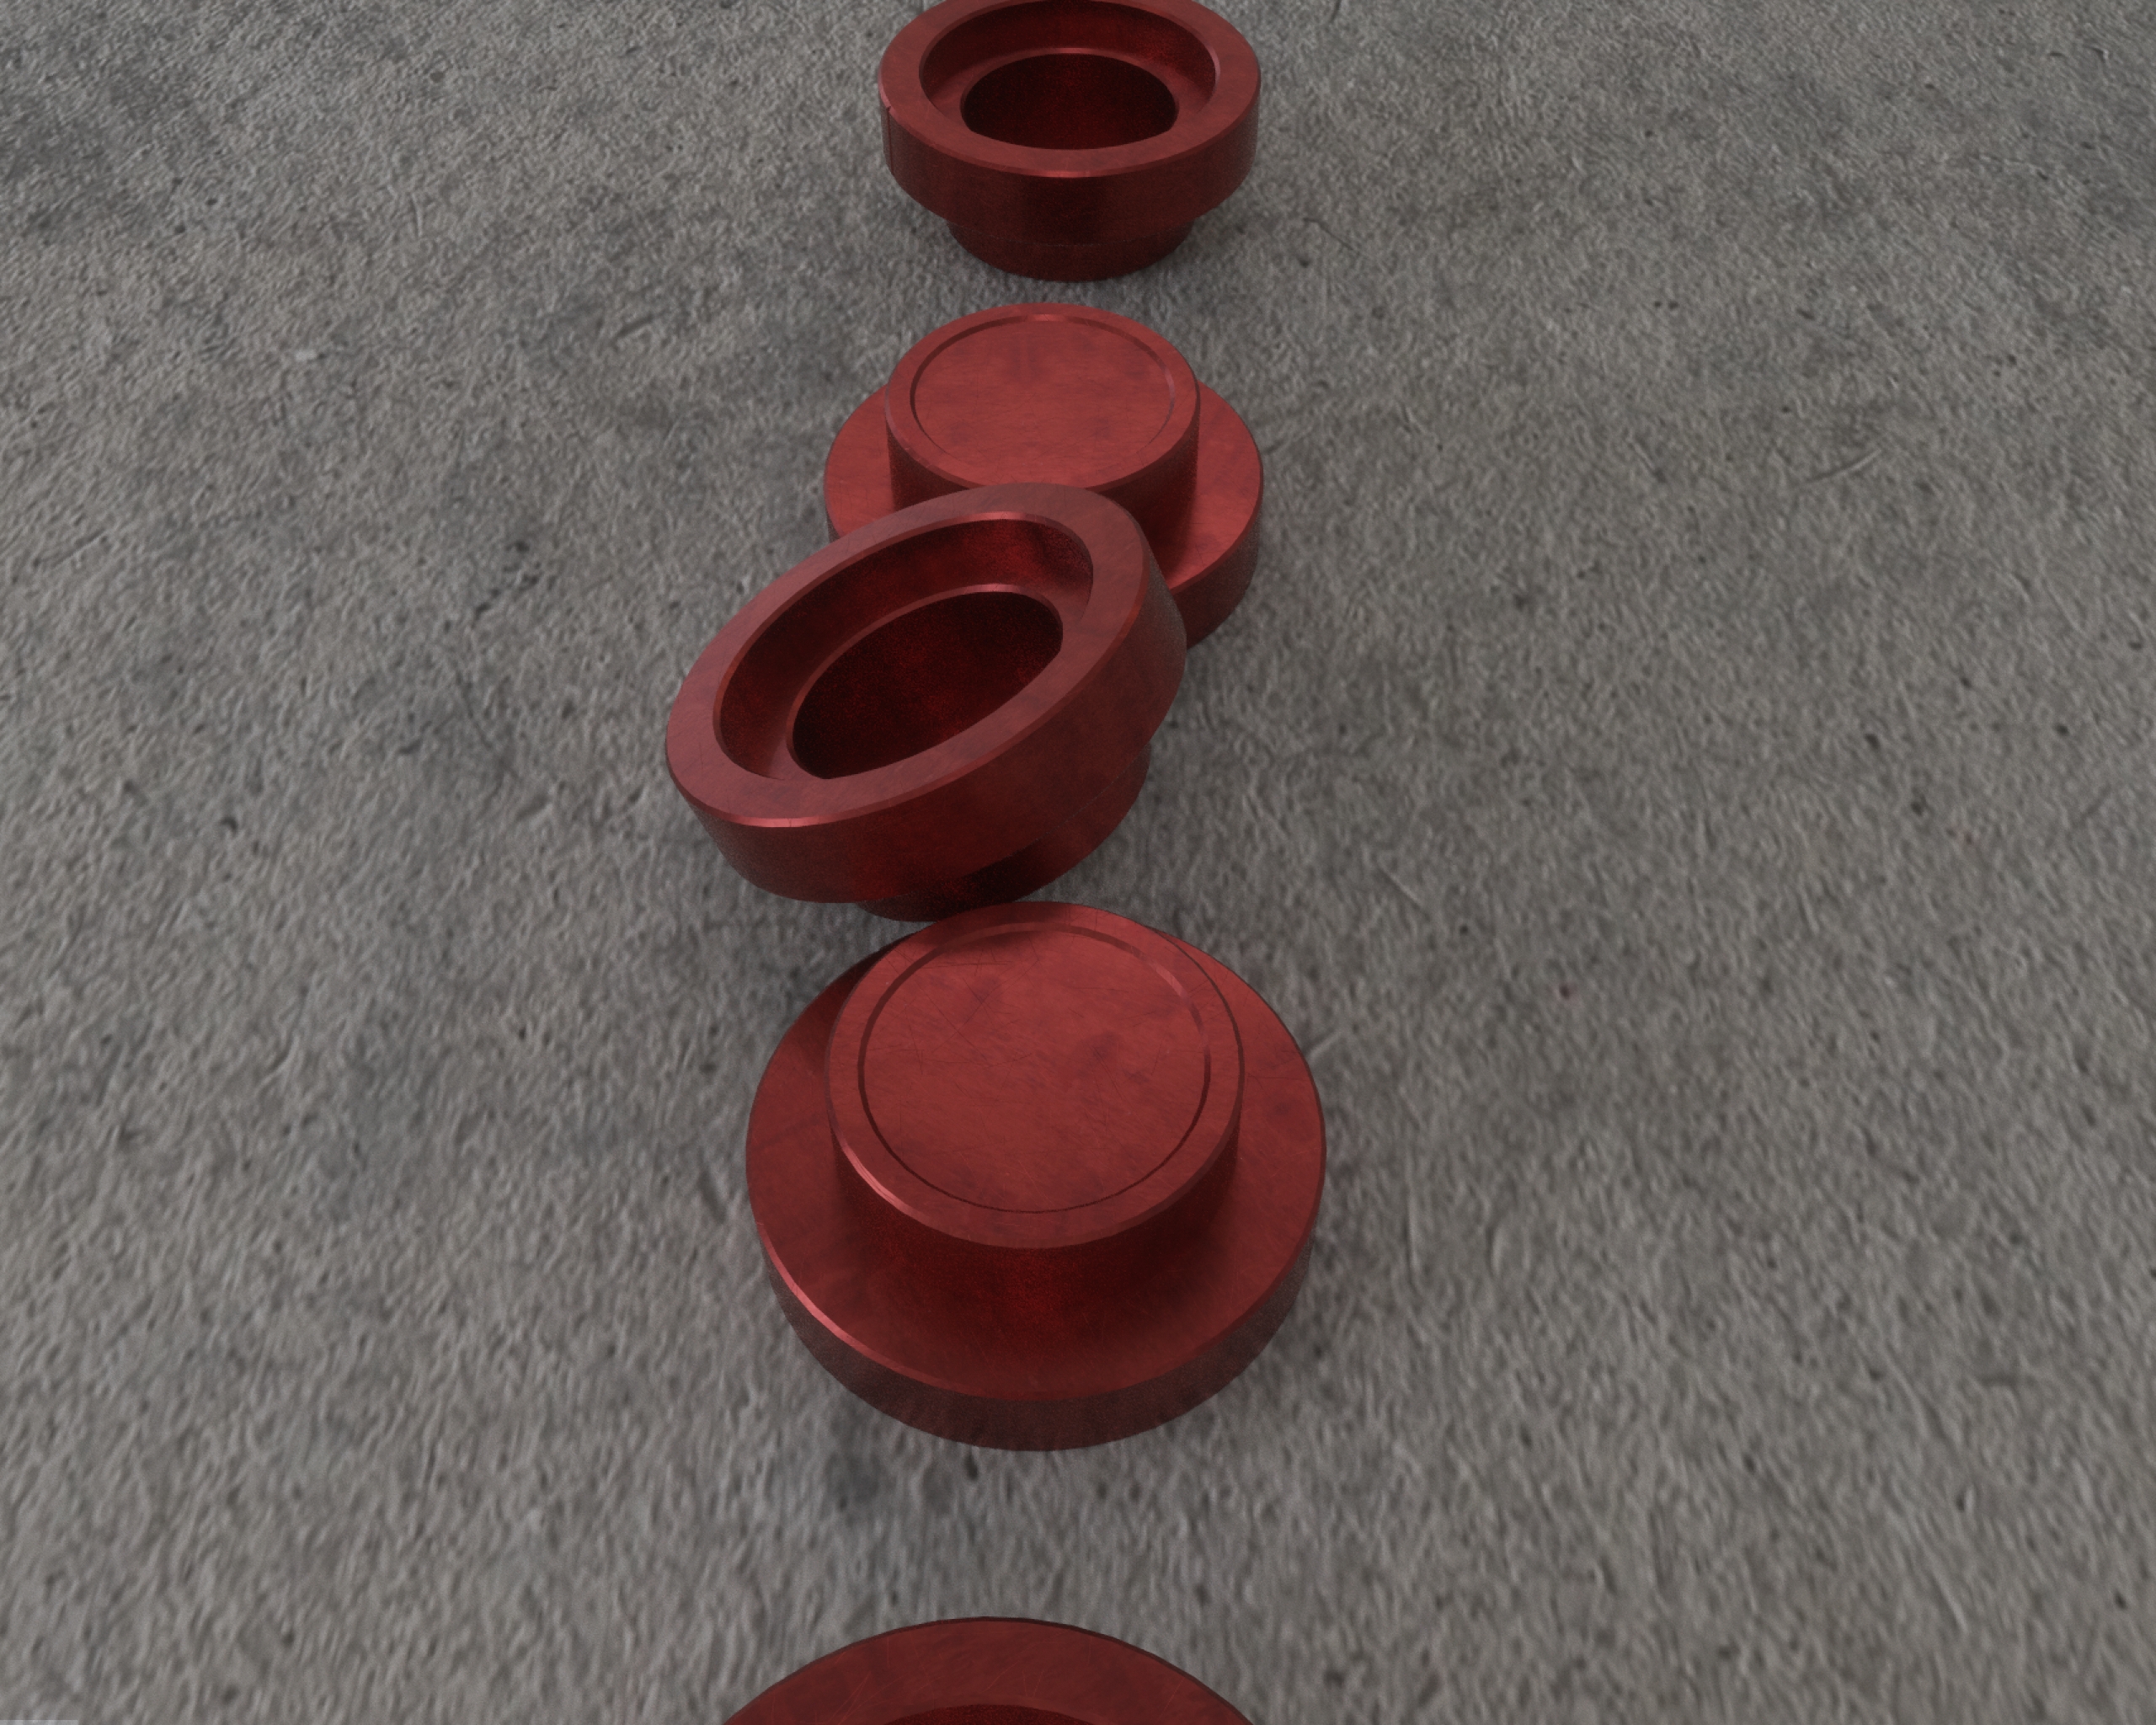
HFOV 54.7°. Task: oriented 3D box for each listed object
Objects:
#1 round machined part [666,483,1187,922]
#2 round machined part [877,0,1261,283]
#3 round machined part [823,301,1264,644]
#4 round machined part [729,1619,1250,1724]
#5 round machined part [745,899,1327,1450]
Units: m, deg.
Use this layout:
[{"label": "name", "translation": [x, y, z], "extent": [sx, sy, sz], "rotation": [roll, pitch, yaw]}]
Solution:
[{"label": "round machined part", "translation": [-0.025, -0.027, 0.399], "extent": [0.098, 0.042, 0.098], "rotation": [-17, 39, 14]}, {"label": "round machined part", "translation": [-0.002, -0.190, 0.552], "extent": [0.099, 0.042, 0.098], "rotation": [0, 50, 0]}, {"label": "round machined part", "translation": [-0.008, -0.088, 0.466], "extent": [0.099, 0.042, 0.098], "rotation": [0, 50, 0]}, {"label": "round machined part", "translation": [-0.012, 0.152, 0.264], "extent": [0.099, 0.042, 0.098], "rotation": [0, 50, 0]}, {"label": "round machined part", "translation": [-0.007, 0.045, 0.354], "extent": [0.099, 0.042, 0.098], "rotation": [0, 50, 0]}]
